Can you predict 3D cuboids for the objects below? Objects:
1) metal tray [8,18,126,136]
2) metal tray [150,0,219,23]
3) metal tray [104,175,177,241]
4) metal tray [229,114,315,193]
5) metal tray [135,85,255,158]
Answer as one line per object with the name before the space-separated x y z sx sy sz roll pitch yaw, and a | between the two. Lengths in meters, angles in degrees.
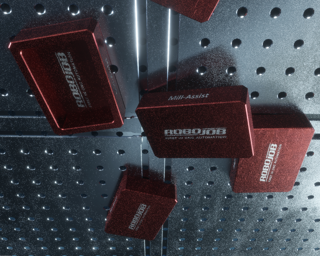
metal tray | -0.100 -0.053 0.362 0.090 0.030 0.129 -8 130 6
metal tray | 0.003 -0.161 0.271 0.131 0.030 0.089 18 128 -15
metal tray | -0.035 0.139 0.526 0.091 0.030 0.129 15 129 -12
metal tray | 0.154 0.040 0.444 0.090 0.030 0.129 -1 130 1
metal tray | 0.045 -0.003 0.384 0.130 0.030 0.090 -2 132 22
